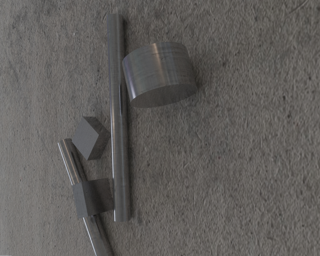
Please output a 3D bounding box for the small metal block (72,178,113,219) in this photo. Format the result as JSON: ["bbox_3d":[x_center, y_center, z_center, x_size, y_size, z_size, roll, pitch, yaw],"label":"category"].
[{"bbox_3d":[-0.101,0.106,0.473,0.025,0.050,0.050,-23,75,38],"label":"small metal block"}]

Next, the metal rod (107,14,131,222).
[{"bbox_3d":[-0.060,-0.016,0.454,0.025,0.025,0.298,-4,87,40],"label":"metal rod"}]

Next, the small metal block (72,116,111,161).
[{"bbox_3d":[-0.110,0.016,0.496,0.050,0.025,0.050,43,116,31],"label":"small metal block"}]

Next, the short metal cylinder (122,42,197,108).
[{"bbox_3d":[-0.001,-0.060,0.370,0.080,0.081,0.050,-21,77,38],"label":"short metal cylinder"}]

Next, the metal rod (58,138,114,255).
[{"bbox_3d":[-0.106,0.152,0.492,0.025,0.025,0.299,-39,66,33],"label":"metal rod"}]
